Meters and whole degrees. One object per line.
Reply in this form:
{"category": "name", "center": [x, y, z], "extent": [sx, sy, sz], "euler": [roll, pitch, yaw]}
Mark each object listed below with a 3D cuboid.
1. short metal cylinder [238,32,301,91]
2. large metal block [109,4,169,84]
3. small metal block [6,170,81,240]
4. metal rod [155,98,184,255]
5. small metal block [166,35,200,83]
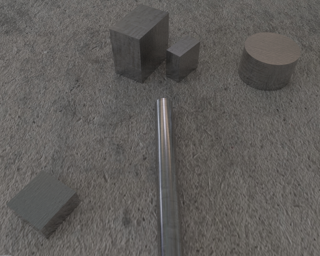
{"category": "short metal cylinder", "center": [0.165, -0.102, 0.474], "extent": [0.081, 0.050, 0.080], "euler": [0, 50, 0]}
{"category": "large metal block", "center": [-0.029, -0.129, 0.476], "extent": [0.050, 0.080, 0.080], "euler": [25, 54, 19]}
{"category": "small metal block", "center": [-0.124, 0.081, 0.334], "extent": [0.050, 0.025, 0.050], "euler": [27, 55, 20]}
{"category": "metal rod", "center": [0.009, 0.082, 0.334], "extent": [0.025, 0.025, 0.300], "euler": [-1, 50, -1]}
{"category": "small metal block", "center": [0.035, -0.106, 0.476], "extent": [0.025, 0.050, 0.050], "euler": [33, 57, 24]}
